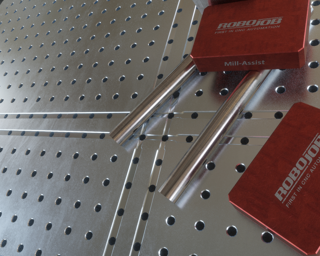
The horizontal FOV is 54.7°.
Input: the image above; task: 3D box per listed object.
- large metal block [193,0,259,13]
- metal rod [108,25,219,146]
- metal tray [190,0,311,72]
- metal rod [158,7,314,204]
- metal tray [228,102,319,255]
[{"bbox_3d":[0.100,-0.201,0.438,0.080,0.050,0.080,-16,39,39],"label":"large metal block"},{"bbox_3d":[0.043,-0.090,0.439,0.300,0.025,0.025,-45,51,-4],"label":"metal rod"},{"bbox_3d":[0.111,-0.116,0.384,0.130,0.030,0.090,4,63,29],"label":"metal tray"},{"bbox_3d":[0.098,-0.038,0.379,0.025,0.025,0.300,30,78,37],"label":"metal rod"},{"bbox_3d":[0.141,0.046,0.303,0.090,0.030,0.130,32,79,37],"label":"metal tray"}]
